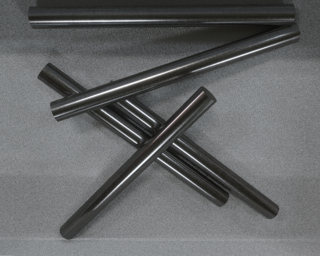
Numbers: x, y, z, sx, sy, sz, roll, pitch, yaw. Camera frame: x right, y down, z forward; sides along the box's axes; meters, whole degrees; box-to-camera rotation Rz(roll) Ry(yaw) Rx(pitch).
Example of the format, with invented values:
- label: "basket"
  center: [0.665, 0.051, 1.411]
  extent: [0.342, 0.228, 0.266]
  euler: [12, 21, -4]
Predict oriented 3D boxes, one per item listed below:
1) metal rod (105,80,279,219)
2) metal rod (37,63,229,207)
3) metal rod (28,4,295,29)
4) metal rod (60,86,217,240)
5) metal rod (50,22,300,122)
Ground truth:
- label: "metal rod"
  center: [0.049, 0.037, 0.425]
  extent: [0.301, 0.025, 0.025]
  euler: [37, 106, -13]
- label: "metal rod"
  center: [-0.026, 0.016, 0.416]
  extent: [0.301, 0.025, 0.025]
  euler: [37, 106, -13]
- label: "metal rod"
  center: [0.003, -0.131, 0.362]
  extent: [0.302, 0.025, 0.025]
  euler: [-1, 110, -1]
- label: "metal rod"
  center: [-0.042, 0.059, 0.410]
  extent: [0.025, 0.025, 0.299]
  euler: [39, 113, -14]
- label: "metal rod"
  center: [0.018, -0.067, 0.369]
  extent: [0.302, 0.025, 0.025]
  euler: [-19, 109, 0]
